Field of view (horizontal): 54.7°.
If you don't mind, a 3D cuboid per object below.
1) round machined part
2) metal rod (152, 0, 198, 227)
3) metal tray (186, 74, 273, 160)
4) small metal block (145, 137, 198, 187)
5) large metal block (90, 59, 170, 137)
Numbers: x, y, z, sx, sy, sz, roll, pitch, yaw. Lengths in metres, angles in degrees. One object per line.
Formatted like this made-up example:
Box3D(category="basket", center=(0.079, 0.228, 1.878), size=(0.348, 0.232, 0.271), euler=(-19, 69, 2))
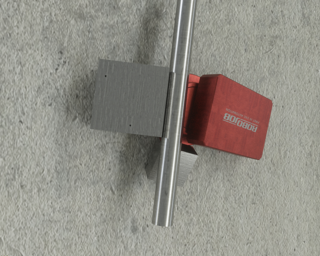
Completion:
Box3D(category="round machined part", center=(0.037, -0.025, 0.415), size=(0.099, 0.042, 0.097), euler=(0, 90, -20))
Box3D(category="metal rod", center=(0.020, -0.036, 0.373), size=(0.025, 0.025, 0.298), euler=(8, 85, -20))
Box3D(category="metal tray", center=(0.099, -0.011, 0.421), size=(0.131, 0.030, 0.090), euler=(16, 85, -40))
Box3D(category="small metal block", center=(0.014, 0.045, 0.405), size=(0.050, 0.025, 0.050), euler=(17, 110, -19))
Box3D(category="large metal block", center=(-0.034, -0.033, 0.373), size=(0.081, 0.050, 0.080), euler=(7, 88, -2))
